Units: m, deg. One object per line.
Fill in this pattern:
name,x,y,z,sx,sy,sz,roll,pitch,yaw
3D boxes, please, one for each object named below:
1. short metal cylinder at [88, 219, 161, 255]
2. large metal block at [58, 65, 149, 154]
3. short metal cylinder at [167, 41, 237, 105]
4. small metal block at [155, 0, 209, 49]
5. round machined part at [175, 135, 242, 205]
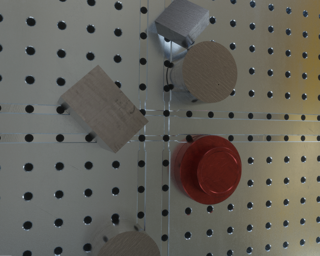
short metal cylinder,-0.045,0.160,0.384,0.081,0.050,0.079,0,90,-21
large metal block,-0.069,-0.020,0.359,0.050,0.080,0.080,-45,105,-15
short metal cylinder,0.057,-0.072,0.421,0.081,0.050,0.079,0,90,-20
small metal block,0.030,-0.140,0.411,0.050,0.025,0.050,34,76,21
round machined part,0.074,0.059,0.432,0.099,0.042,0.097,0,90,-21
